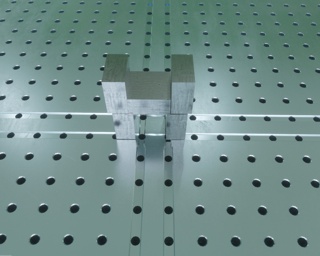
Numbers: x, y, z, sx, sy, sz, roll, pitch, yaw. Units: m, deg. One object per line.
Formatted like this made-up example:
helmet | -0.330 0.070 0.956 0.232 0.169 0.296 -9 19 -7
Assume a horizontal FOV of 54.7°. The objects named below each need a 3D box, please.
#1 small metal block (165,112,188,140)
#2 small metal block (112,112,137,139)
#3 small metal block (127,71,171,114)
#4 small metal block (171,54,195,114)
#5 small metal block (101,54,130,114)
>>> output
small metal block | 0.020 -0.020 0.408 0.025 0.050 0.050 -1 50 -1
small metal block | -0.045 -0.020 0.407 0.025 0.050 0.050 1 50 0
small metal block | -0.013 -0.044 0.380 0.050 0.025 0.050 1 50 0
small metal block | 0.026 -0.052 0.369 0.025 0.050 0.050 0 50 0
small metal block | -0.050 -0.052 0.369 0.025 0.050 0.050 0 50 0
